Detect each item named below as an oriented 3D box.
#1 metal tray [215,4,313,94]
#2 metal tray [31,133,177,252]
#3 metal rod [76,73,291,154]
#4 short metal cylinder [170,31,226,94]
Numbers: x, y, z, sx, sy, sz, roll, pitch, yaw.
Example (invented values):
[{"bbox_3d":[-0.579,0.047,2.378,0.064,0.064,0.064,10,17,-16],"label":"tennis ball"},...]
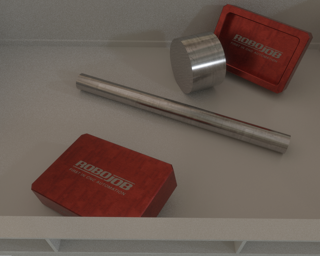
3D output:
[{"bbox_3d":[0.142,-0.119,0.462,0.130,0.089,0.030,31,30,23],"label":"metal tray"},{"bbox_3d":[-0.059,0.061,0.332,0.130,0.030,0.090,17,51,29],"label":"metal tray"},{"bbox_3d":[0.021,-0.024,0.425,0.301,0.025,0.025,18,52,14],"label":"metal rod"},{"bbox_3d":[0.053,-0.095,0.450,0.050,0.080,0.080,-17,52,-14],"label":"short metal cylinder"}]
